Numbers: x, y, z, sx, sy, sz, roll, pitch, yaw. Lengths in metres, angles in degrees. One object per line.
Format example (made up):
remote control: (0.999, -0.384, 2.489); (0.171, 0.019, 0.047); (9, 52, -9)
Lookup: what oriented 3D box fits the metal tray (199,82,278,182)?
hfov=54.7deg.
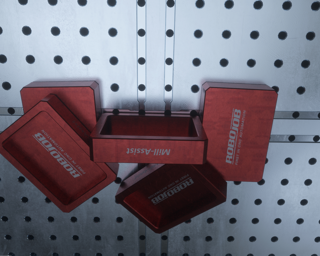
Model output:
metal tray: (0.097, 0.007, 0.414); (0.091, 0.030, 0.129); (3, 110, -2)

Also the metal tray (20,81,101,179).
metal tray: (-0.124, 0.005, 0.411); (0.091, 0.030, 0.129); (-1, 111, 0)

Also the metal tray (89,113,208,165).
metal tray: (-0.013, 0.010, 0.381); (0.131, 0.090, 0.030); (1, 110, -1)

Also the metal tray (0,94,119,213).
metal tray: (-0.126, 0.035, 0.388); (0.090, 0.030, 0.130); (-36, 107, 11)

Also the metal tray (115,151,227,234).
metal tray: (0.014, 0.087, 0.423); (0.130, 0.030, 0.090); (-37, 108, 30)
